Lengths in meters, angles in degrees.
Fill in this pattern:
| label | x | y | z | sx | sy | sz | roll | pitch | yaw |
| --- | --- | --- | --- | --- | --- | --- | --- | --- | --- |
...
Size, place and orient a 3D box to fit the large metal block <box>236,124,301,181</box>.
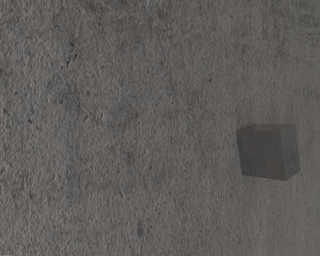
| label | x | y | z | sx | sy | sz | roll | pitch | yaw |
| --- | --- | --- | --- | --- | --- | --- | --- | --- | --- |
| large metal block | 0.181 | 0.038 | 0.521 | 0.050 | 0.080 | 0.079 | -17 | 101 | -39 |
